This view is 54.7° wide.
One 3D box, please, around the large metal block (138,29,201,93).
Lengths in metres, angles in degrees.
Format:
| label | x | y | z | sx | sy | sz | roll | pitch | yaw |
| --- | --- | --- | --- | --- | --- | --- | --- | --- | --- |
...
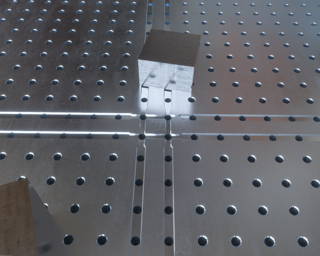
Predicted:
| label | x | y | z | sx | sy | sz | roll | pitch | yaw |
| --- | --- | --- | --- | --- | --- | --- | --- | --- | --- |
| large metal block | 0.016 | -0.105 | 0.480 | 0.080 | 0.050 | 0.080 | 9 | 51 | 7 |

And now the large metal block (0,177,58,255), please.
| label | x | y | z | sx | sy | sz | roll | pitch | yaw |
| --- | --- | --- | --- | --- | --- | --- | --- | --- | --- |
| large metal block | -0.129 | 0.106 | 0.281 | 0.050 | 0.080 | 0.080 | -17 | 52 | -14 |
